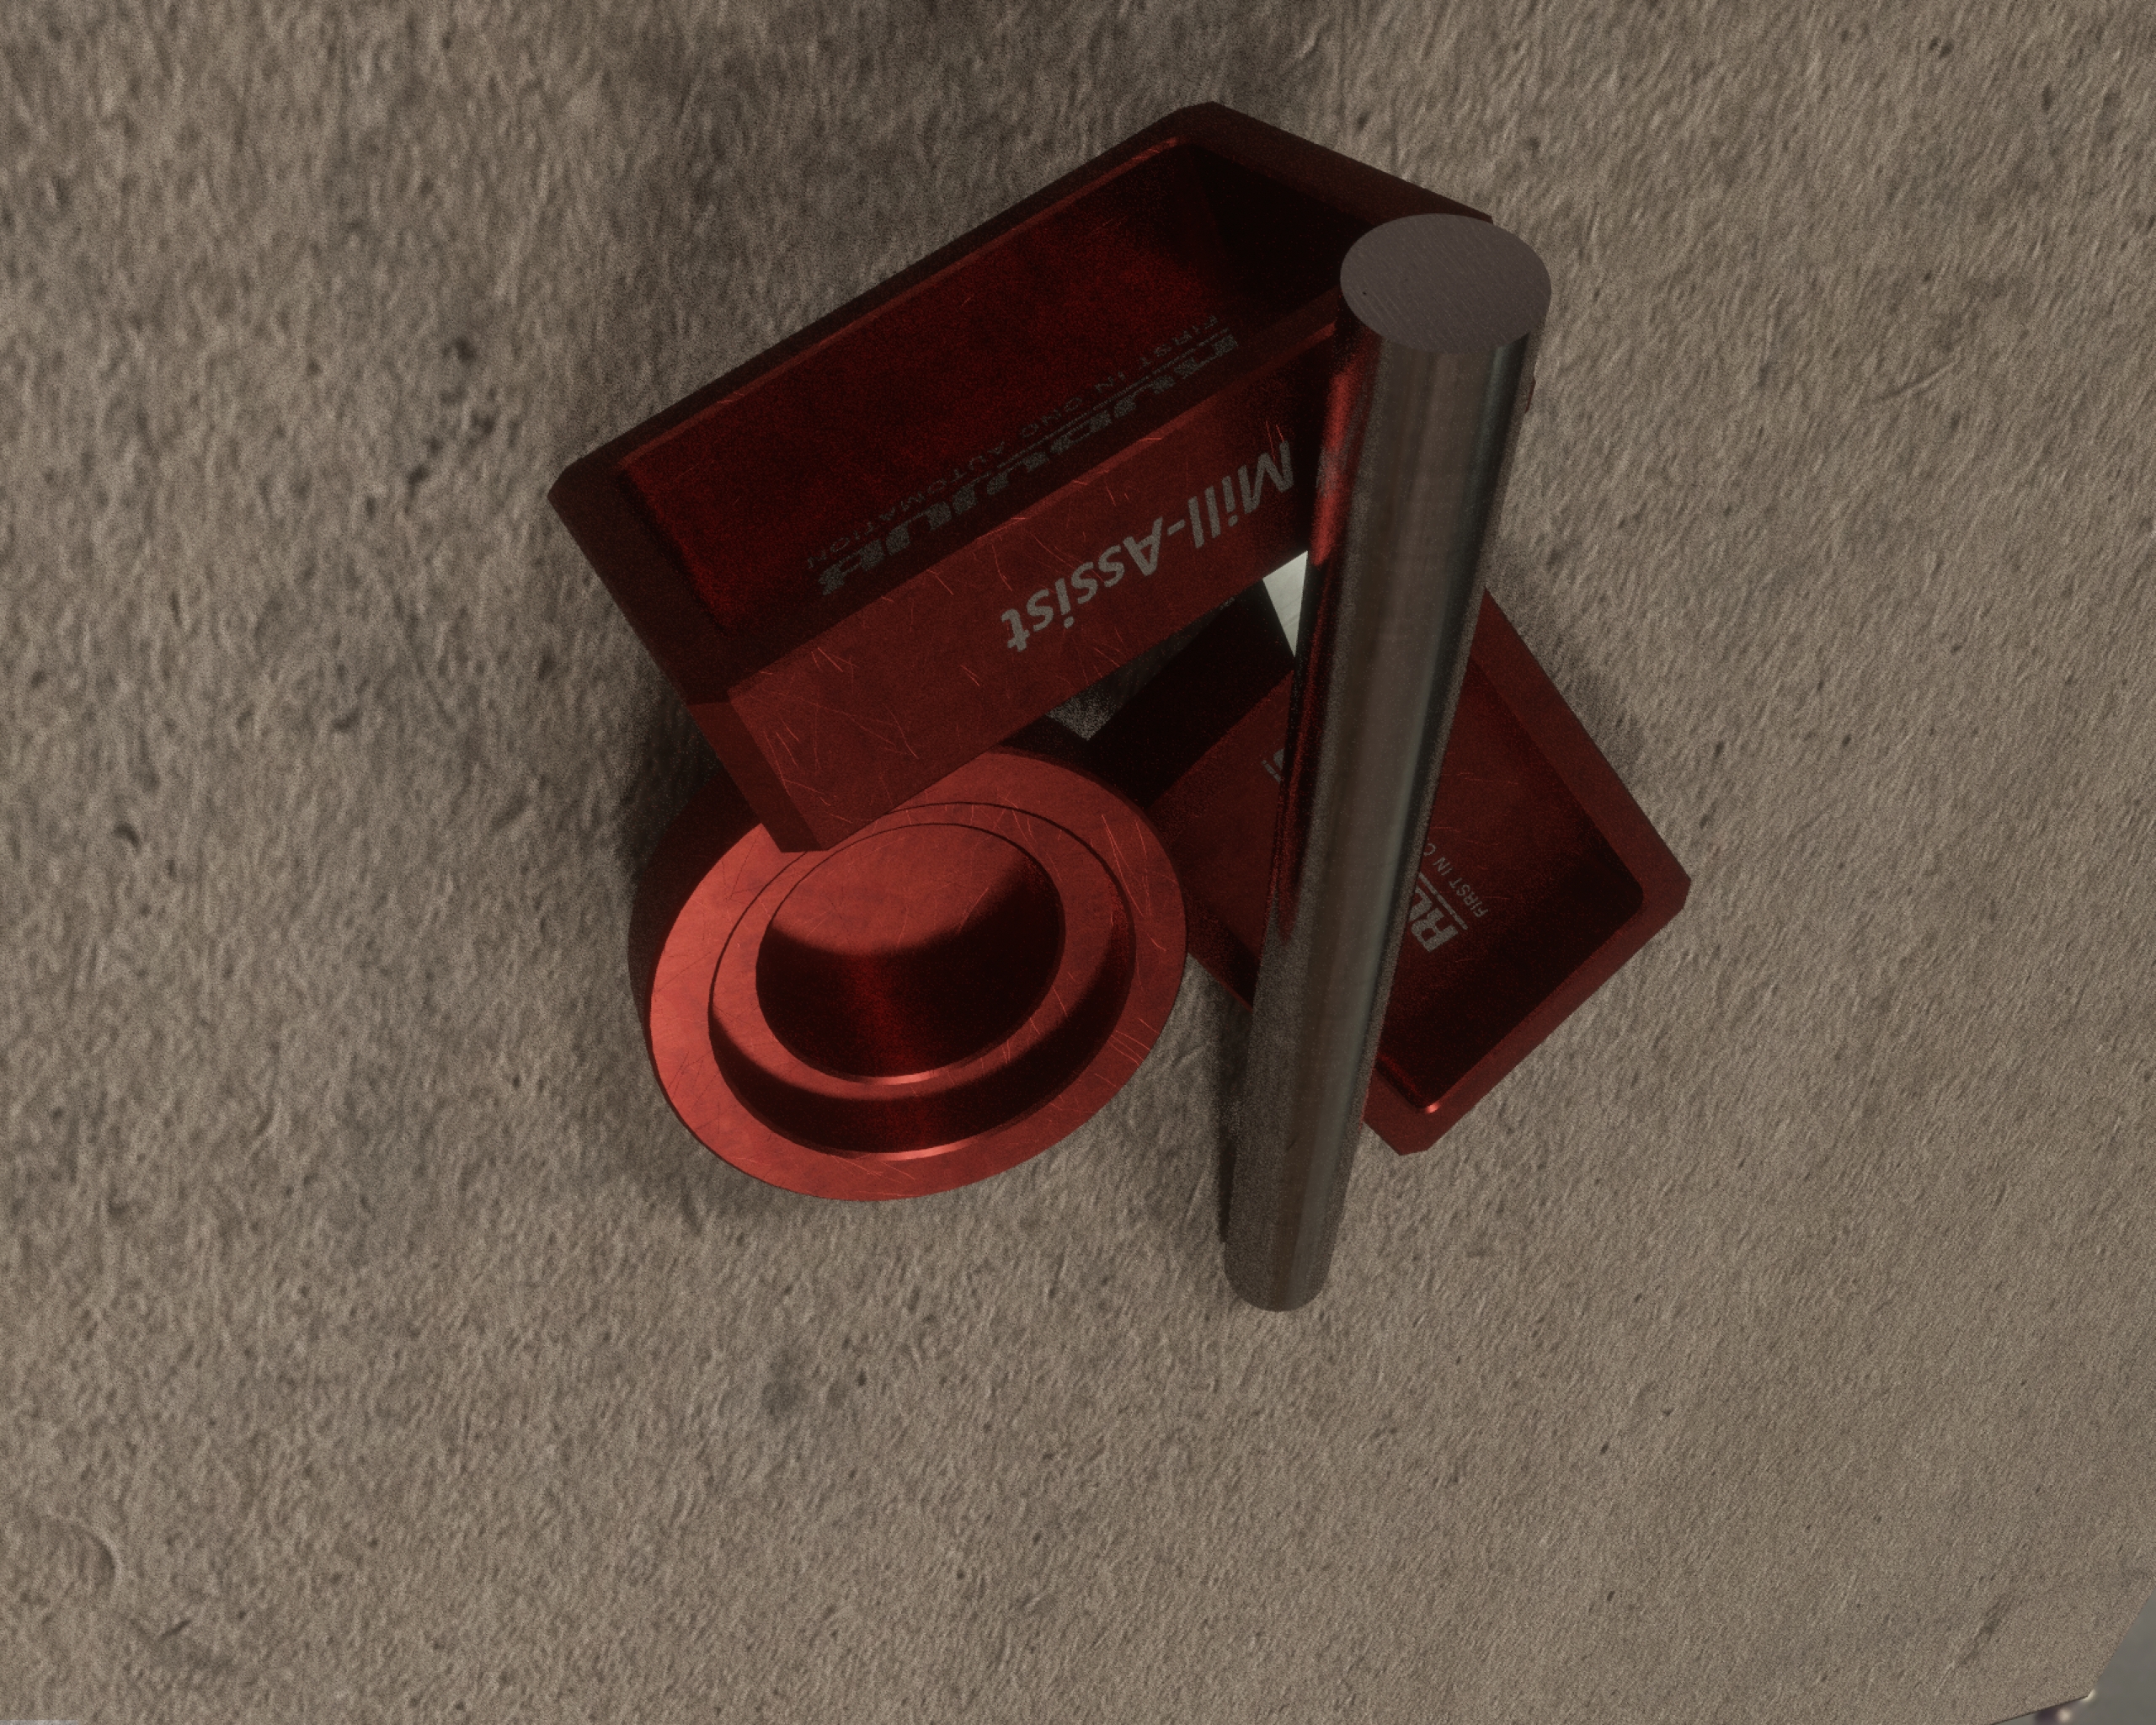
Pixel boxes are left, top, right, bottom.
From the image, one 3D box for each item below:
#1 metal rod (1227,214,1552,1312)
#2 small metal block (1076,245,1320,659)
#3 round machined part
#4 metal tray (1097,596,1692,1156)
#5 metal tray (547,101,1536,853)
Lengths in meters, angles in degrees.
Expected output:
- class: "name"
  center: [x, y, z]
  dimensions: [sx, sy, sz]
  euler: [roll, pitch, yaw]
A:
- class: "metal rod"
  center: [0.046, 0.013, 0.374]
  dimensions: [0.025, 0.025, 0.299]
  euler: [-24, 149, -14]
- class: "small metal block"
  center: [0.029, -0.070, 0.360]
  dimensions: [0.025, 0.050, 0.050]
  euler: [-35, 144, -2]
- class: "round machined part"
  center: [-0.033, 0.011, 0.383]
  dimensions: [0.099, 0.042, 0.097]
  euler: [-11, 125, -15]
- class: "metal tray"
  center: [0.066, -0.003, 0.441]
  dimensions: [0.090, 0.030, 0.130]
  euler: [-44, 130, 2]
- class: "metal tray"
  center: [-0.009, -0.065, 0.322]
  dimensions: [0.131, 0.090, 0.030]
  euler: [-33, 129, -8]
